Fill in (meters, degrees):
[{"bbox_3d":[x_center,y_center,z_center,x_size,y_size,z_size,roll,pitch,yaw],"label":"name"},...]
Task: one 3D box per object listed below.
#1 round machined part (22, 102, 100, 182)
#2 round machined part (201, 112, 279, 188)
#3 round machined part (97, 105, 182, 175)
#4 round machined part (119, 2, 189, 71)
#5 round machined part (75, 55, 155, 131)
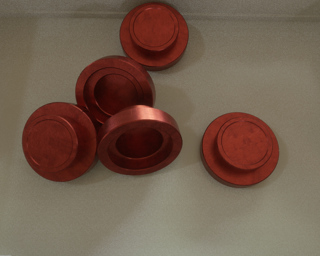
[{"bbox_3d":[-0.123,0.017,0.374,0.098,0.042,0.097,0,92,10],"label":"round machined part"},{"bbox_3d":[0.103,0.024,0.393,0.099,0.042,0.098,0,70,-1],"label":"round machined part"},{"bbox_3d":[-0.026,0.011,0.372,0.099,0.097,0.042,-10,47,-4],"label":"round machined part"},{"bbox_3d":[-0.008,-0.134,0.439,0.099,0.042,0.097,0,82,-1],"label":"round machined part"},{"bbox_3d":[-0.054,-0.045,0.398,0.099,0.042,0.097,3,113,8],"label":"round machined part"}]
